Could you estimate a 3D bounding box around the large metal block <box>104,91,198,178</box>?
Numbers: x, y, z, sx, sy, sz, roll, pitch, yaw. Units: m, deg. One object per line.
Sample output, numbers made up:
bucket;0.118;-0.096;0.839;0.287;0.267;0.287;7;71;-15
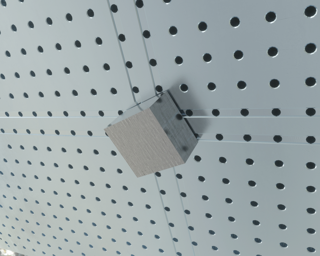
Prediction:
large metal block;-0.011;0.010;0.402;0.080;0.050;0.080;-23;107;36
